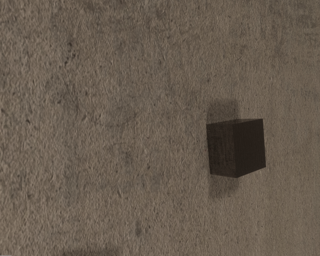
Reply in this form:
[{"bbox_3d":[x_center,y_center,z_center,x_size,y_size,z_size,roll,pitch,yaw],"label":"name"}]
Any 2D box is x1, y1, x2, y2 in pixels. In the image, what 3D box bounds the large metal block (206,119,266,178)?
[{"bbox_3d":[0.122,0.029,0.494,0.081,0.050,0.079,-9,96,-40],"label":"large metal block"}]
